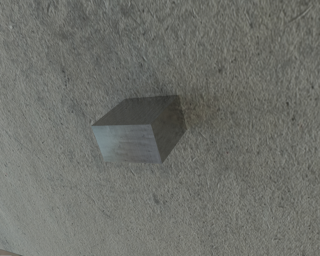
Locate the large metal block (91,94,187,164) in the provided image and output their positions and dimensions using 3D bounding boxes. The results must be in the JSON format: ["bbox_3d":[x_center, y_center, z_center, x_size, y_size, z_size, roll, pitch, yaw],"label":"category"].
[{"bbox_3d":[-0.022,0.000,0.383,0.080,0.080,0.050,-1,118,28],"label":"large metal block"}]
